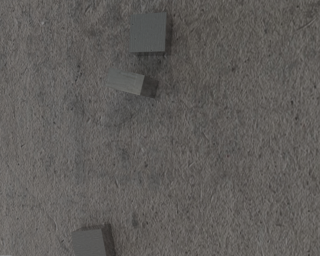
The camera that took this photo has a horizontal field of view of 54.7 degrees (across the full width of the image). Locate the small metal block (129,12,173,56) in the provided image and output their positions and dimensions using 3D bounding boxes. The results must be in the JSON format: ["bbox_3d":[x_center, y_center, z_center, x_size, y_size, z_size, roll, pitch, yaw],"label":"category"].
[{"bbox_3d":[-0.012,-0.124,0.413,0.050,0.025,0.050,3,91,20],"label":"small metal block"}]

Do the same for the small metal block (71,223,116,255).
[{"bbox_3d":[-0.094,0.168,0.442,0.050,0.025,0.050,-13,86,19],"label":"small metal block"}]

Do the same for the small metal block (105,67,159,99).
[{"bbox_3d":[-0.036,-0.058,0.408,0.050,0.050,0.025,16,96,19],"label":"small metal block"}]
